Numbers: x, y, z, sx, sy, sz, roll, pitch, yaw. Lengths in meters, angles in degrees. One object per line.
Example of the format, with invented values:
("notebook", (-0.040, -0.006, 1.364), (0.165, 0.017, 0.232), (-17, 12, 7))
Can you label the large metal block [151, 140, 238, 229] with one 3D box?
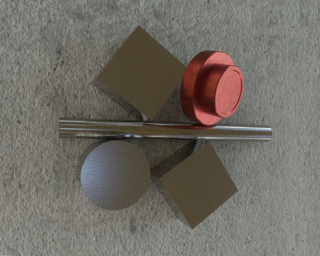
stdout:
("large metal block", (0.043, 0.072, 0.414), (0.080, 0.050, 0.080), (-35, 102, -17))

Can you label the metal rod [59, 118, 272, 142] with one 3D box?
("metal rod", (0.022, 0.004, 0.420), (0.303, 0.025, 0.025), (2, 90, -21))

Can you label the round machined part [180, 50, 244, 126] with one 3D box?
("round machined part", (0.074, -0.050, 0.405), (0.099, 0.042, 0.097), (-21, 119, -42))

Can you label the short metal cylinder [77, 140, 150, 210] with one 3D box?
("short metal cylinder", (-0.058, 0.054, 0.376), (0.081, 0.050, 0.079), (0, 90, -21))

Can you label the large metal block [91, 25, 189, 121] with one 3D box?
("large metal block", (-0.026, -0.064, 0.386), (0.080, 0.050, 0.080), (38, 78, -16))
